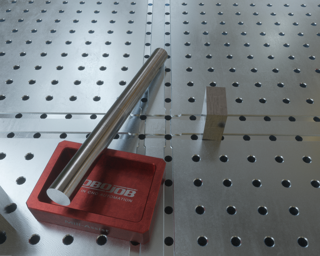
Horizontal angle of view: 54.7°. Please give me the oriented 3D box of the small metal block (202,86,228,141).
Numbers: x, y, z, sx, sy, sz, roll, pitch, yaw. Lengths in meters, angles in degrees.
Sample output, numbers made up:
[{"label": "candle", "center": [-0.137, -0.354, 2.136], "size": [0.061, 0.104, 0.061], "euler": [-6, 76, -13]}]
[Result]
[{"label": "small metal block", "center": [0.071, -0.019, 0.408], "size": [0.025, 0.050, 0.050], "euler": [4, 50, 3]}]

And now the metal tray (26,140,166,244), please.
[{"label": "metal tray", "center": [-0.066, 0.067, 0.346], "size": [0.131, 0.030, 0.090], "euler": [10, 51, 8]}]

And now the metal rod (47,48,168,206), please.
[{"label": "metal rod", "center": [-0.048, -0.027, 0.402], "size": [0.025, 0.025, 0.301], "euler": [15, 43, 12]}]

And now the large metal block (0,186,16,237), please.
[{"label": "large metal block", "center": [-0.201, 0.082, 0.301], "size": [0.081, 0.080, 0.050], "euler": [-23, 54, -18]}]
